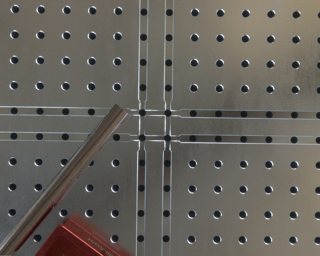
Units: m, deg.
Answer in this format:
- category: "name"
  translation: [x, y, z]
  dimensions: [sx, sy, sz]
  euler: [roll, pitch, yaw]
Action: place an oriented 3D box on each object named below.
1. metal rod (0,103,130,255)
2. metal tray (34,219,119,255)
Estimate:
- category: "metal rod"
  translation: [-0.144, 0.091, 0.411]
  dimensions: [0.025, 0.025, 0.300]
  euler: [39, 90, -1]
- category: "metal tray"
  translation: [-0.103, 0.196, 0.409]
  dimensions: [0.130, 0.030, 0.090]
  euler: [37, 90, -1]
